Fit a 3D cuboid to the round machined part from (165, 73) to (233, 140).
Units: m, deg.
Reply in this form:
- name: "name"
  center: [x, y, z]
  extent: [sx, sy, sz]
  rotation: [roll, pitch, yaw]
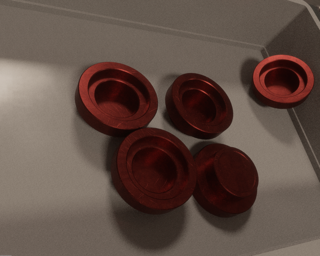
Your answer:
- name: "round machined part"
  center: [0.051, -0.027, 0.440]
  extent: [0.099, 0.042, 0.098]
  rotation: [14, 56, -21]

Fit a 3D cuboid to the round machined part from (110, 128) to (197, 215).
- name: "round machined part"
  center: [-0.010, 0.052, 0.359]
  extent: [0.099, 0.042, 0.098]
  rotation: [14, 56, -21]

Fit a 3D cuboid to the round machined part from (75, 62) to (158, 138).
- name: "round machined part"
  center: [-0.056, -0.031, 0.383]
  extent: [0.099, 0.042, 0.098]
  rotation: [14, 55, -20]

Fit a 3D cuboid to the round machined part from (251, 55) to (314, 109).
- name: "round machined part"
  center: [0.209, -0.075, 0.537]
  extent: [0.099, 0.042, 0.098]
  rotation: [-3, 64, 7]

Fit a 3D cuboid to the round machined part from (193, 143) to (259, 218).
- name: "round machined part"
  center: [0.089, 0.063, 0.406]
  extent: [0.099, 0.042, 0.098]
  rotation: [14, 56, -21]
